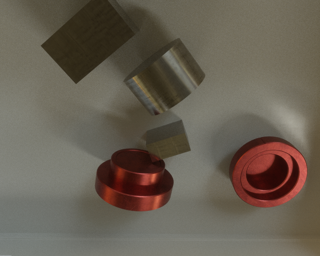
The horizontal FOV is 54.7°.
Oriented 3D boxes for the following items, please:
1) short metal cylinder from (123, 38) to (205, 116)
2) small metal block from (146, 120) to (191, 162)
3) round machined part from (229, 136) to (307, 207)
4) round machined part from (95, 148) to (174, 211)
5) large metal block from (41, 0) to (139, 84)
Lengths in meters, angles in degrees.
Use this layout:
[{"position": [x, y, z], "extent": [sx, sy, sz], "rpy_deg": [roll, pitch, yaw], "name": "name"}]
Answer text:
[{"position": [0.005, -0.059, 0.360], "extent": [0.080, 0.080, 0.050], "rpy_deg": [-35, 107, 12], "name": "short metal cylinder"}, {"position": [0.010, 0.016, 0.404], "extent": [0.050, 0.050, 0.025], "rpy_deg": [-18, 109, 6], "name": "small metal block"}, {"position": [0.144, 0.056, 0.425], "extent": [0.099, 0.042, 0.097], "rpy_deg": [0, 110, -1], "name": "round machined part"}, {"position": [-0.031, 0.059, 0.394], "extent": [0.099, 0.098, 0.042], "rpy_deg": [10, 110, -4], "name": "round machined part"}, {"position": [-0.072, -0.101, 0.344], "extent": [0.080, 0.080, 0.050], "rpy_deg": [-37, 106, 12], "name": "large metal block"}]
